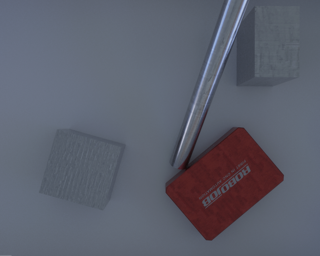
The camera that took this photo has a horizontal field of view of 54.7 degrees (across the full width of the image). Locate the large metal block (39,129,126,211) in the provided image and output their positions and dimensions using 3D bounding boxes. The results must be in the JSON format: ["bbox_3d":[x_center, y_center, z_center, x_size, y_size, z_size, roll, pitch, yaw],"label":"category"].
[{"bbox_3d":[-0.096,0.050,0.398,0.080,0.050,0.080,16,90,-1],"label":"large metal block"}]

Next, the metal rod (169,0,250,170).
[{"bbox_3d":[0.063,-0.079,0.346,0.025,0.025,0.298,17,117,-1],"label":"metal rod"}]

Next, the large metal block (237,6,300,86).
[{"bbox_3d":[0.131,-0.097,0.386,0.050,0.080,0.079,0,90,0],"label":"large metal block"}]

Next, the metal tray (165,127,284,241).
[{"bbox_3d":[0.083,0.072,0.410,0.130,0.030,0.090,-40,91,-1],"label":"metal tray"}]
